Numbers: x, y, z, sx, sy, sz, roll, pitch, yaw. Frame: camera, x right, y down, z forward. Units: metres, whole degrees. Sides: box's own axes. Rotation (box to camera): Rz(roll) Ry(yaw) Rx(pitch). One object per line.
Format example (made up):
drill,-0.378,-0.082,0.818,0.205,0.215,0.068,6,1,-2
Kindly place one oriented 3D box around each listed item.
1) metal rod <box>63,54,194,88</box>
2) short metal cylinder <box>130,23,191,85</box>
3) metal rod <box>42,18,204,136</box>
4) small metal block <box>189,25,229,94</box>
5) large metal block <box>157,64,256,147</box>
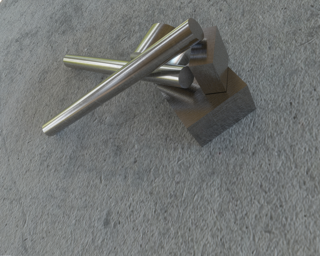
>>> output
metal rod,-0.068,-0.090,0.458,0.300,0.025,0.025,19,71,47
short metal cylinder,0.007,-0.096,0.426,0.080,0.080,0.050,23,74,36
metal rod,-0.070,-0.049,0.402,0.299,0.025,0.025,-25,50,38
small metal block,0.055,-0.073,0.336,0.025,0.050,0.050,-4,60,26
large metal block,0.056,-0.038,0.380,0.080,0.050,0.080,-36,51,5
